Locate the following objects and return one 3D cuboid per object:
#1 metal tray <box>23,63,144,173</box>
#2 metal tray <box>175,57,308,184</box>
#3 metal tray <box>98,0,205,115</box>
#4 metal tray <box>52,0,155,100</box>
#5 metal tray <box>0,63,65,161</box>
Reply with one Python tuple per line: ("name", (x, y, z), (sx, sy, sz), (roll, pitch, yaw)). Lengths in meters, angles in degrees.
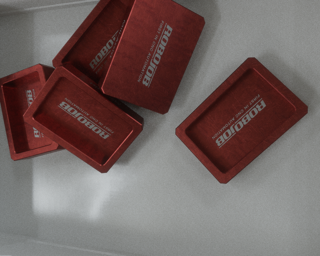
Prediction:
("metal tray", (-0.098, -0.011, 0.410), (0.130, 0.030, 0.090), (37, 106, -11))
("metal tray", (0.095, -0.008, 0.374), (0.130, 0.030, 0.090), (-45, 77, 14))
("metal tray", (-0.011, -0.092, 0.382), (0.091, 0.030, 0.129), (19, 99, -24))
("metal tray", (-0.065, -0.104, 0.408), (0.090, 0.030, 0.130), (41, 106, -13))
("metal tray", (-0.194, -0.022, 0.474), (0.090, 0.030, 0.129), (-15, 85, 19))
